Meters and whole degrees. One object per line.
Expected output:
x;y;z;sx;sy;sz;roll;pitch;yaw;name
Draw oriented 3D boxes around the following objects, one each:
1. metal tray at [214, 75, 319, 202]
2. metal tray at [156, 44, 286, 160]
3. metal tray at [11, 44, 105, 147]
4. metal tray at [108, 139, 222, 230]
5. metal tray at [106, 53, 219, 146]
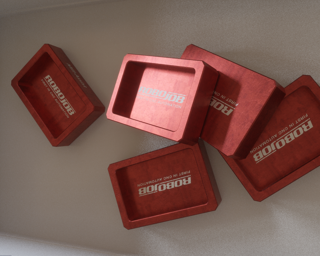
0.140;0.013;0.358;0.130;0.030;0.090;-37;78;16;metal tray
0.063;-0.034;0.360;0.130;0.030;0.090;37;103;39;metal tray
-0.154;-0.048;0.462;0.090;0.030;0.130;-41;77;15;metal tray
0.004;0.073;0.406;0.130;0.030;0.090;-18;84;19;metal tray
-0.003;-0.038;0.374;0.130;0.030;0.090;17;90;41;metal tray
